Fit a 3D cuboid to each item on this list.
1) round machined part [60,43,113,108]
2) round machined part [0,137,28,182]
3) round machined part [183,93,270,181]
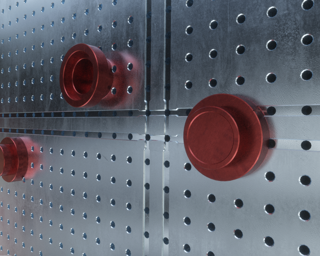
[{"bbox_3d":[-0.112,-0.080,0.488,0.098,0.042,0.097,0,90,39],"label":"round machined part"},{"bbox_3d":[-0.329,0.068,0.665,0.098,0.042,0.097,0,90,39],"label":"round machined part"},{"bbox_3d":[0.065,0.010,0.343,0.098,0.042,0.097,0,90,39],"label":"round machined part"}]
